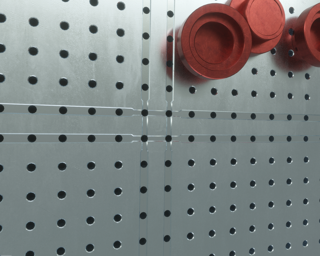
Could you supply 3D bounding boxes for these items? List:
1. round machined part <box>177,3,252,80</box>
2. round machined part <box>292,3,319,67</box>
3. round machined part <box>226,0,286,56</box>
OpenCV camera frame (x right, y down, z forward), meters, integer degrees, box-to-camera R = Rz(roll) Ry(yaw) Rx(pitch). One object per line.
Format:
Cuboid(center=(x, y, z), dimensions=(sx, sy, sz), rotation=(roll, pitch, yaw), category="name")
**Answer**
Cuboid(center=(0.071, -0.114, 0.424), dimensions=(0.099, 0.042, 0.097), rotation=(-1, 95, -12), category="round machined part")
Cuboid(center=(0.253, -0.146, 0.496), dimensions=(0.099, 0.042, 0.097), rotation=(0, 90, -20), category="round machined part")
Cuboid(center=(0.143, -0.158, 0.456), dimensions=(0.099, 0.042, 0.097), rotation=(0, 90, -20), category="round machined part")
